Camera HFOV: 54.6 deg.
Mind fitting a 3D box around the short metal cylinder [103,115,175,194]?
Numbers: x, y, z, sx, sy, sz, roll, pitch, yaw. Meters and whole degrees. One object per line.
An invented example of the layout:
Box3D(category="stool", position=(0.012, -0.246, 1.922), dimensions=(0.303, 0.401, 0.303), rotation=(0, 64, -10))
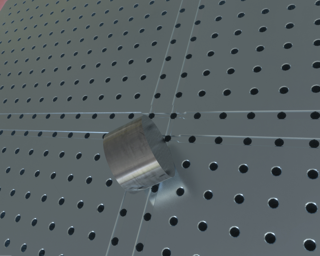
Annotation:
Box3D(category="short metal cylinder", position=(-0.023, 0.031, 0.367), dimensions=(0.050, 0.080, 0.080), rotation=(-26, 53, 12))
